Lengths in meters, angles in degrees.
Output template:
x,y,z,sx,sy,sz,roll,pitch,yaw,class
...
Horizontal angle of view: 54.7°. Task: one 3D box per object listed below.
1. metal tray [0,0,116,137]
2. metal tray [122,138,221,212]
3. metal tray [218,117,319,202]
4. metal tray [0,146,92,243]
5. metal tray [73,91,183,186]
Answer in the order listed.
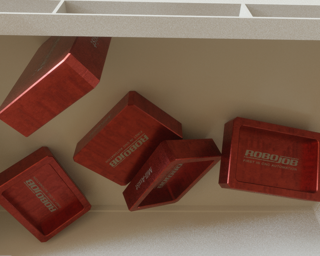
x,y,z,sx,sy,sz,roll,pitch,yaw,class
-0.090,-0.061,0.287,0.090,0.130,0.030,-31,124,23,metal tray
0.015,0.067,0.433,0.091,0.030,0.129,0,140,-37,metal tray
0.147,0.042,0.404,0.131,0.090,0.030,10,167,-10,metal tray
-0.171,0.101,0.458,0.090,0.030,0.129,-35,129,-16,metal tray
-0.044,0.020,0.422,0.090,0.030,0.130,34,122,-26,metal tray
